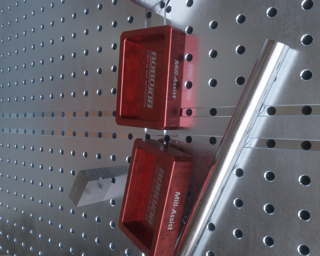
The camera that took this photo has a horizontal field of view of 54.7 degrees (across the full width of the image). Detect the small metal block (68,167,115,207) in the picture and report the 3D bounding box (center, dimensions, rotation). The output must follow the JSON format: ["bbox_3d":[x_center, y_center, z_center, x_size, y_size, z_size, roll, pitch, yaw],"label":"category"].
[{"bbox_3d":[-0.105,0.090,0.477,0.025,0.050,0.050,41,115,32],"label":"small metal block"}]

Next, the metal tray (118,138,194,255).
[{"bbox_3d":[-0.009,0.086,0.395,0.090,0.030,0.129,22,103,52],"label":"metal tray"}]

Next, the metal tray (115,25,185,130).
[{"bbox_3d":[-0.015,-0.065,0.416,0.090,0.030,0.129,6,94,39],"label":"metal tray"}]

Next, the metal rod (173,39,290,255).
[{"bbox_3d":[0.068,0.049,0.351,0.025,0.025,0.298,32,110,35],"label":"metal rod"}]

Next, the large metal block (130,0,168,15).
[{"bbox_3d":[-0.021,-0.210,0.408,0.080,0.050,0.080,46,117,30],"label":"large metal block"}]
